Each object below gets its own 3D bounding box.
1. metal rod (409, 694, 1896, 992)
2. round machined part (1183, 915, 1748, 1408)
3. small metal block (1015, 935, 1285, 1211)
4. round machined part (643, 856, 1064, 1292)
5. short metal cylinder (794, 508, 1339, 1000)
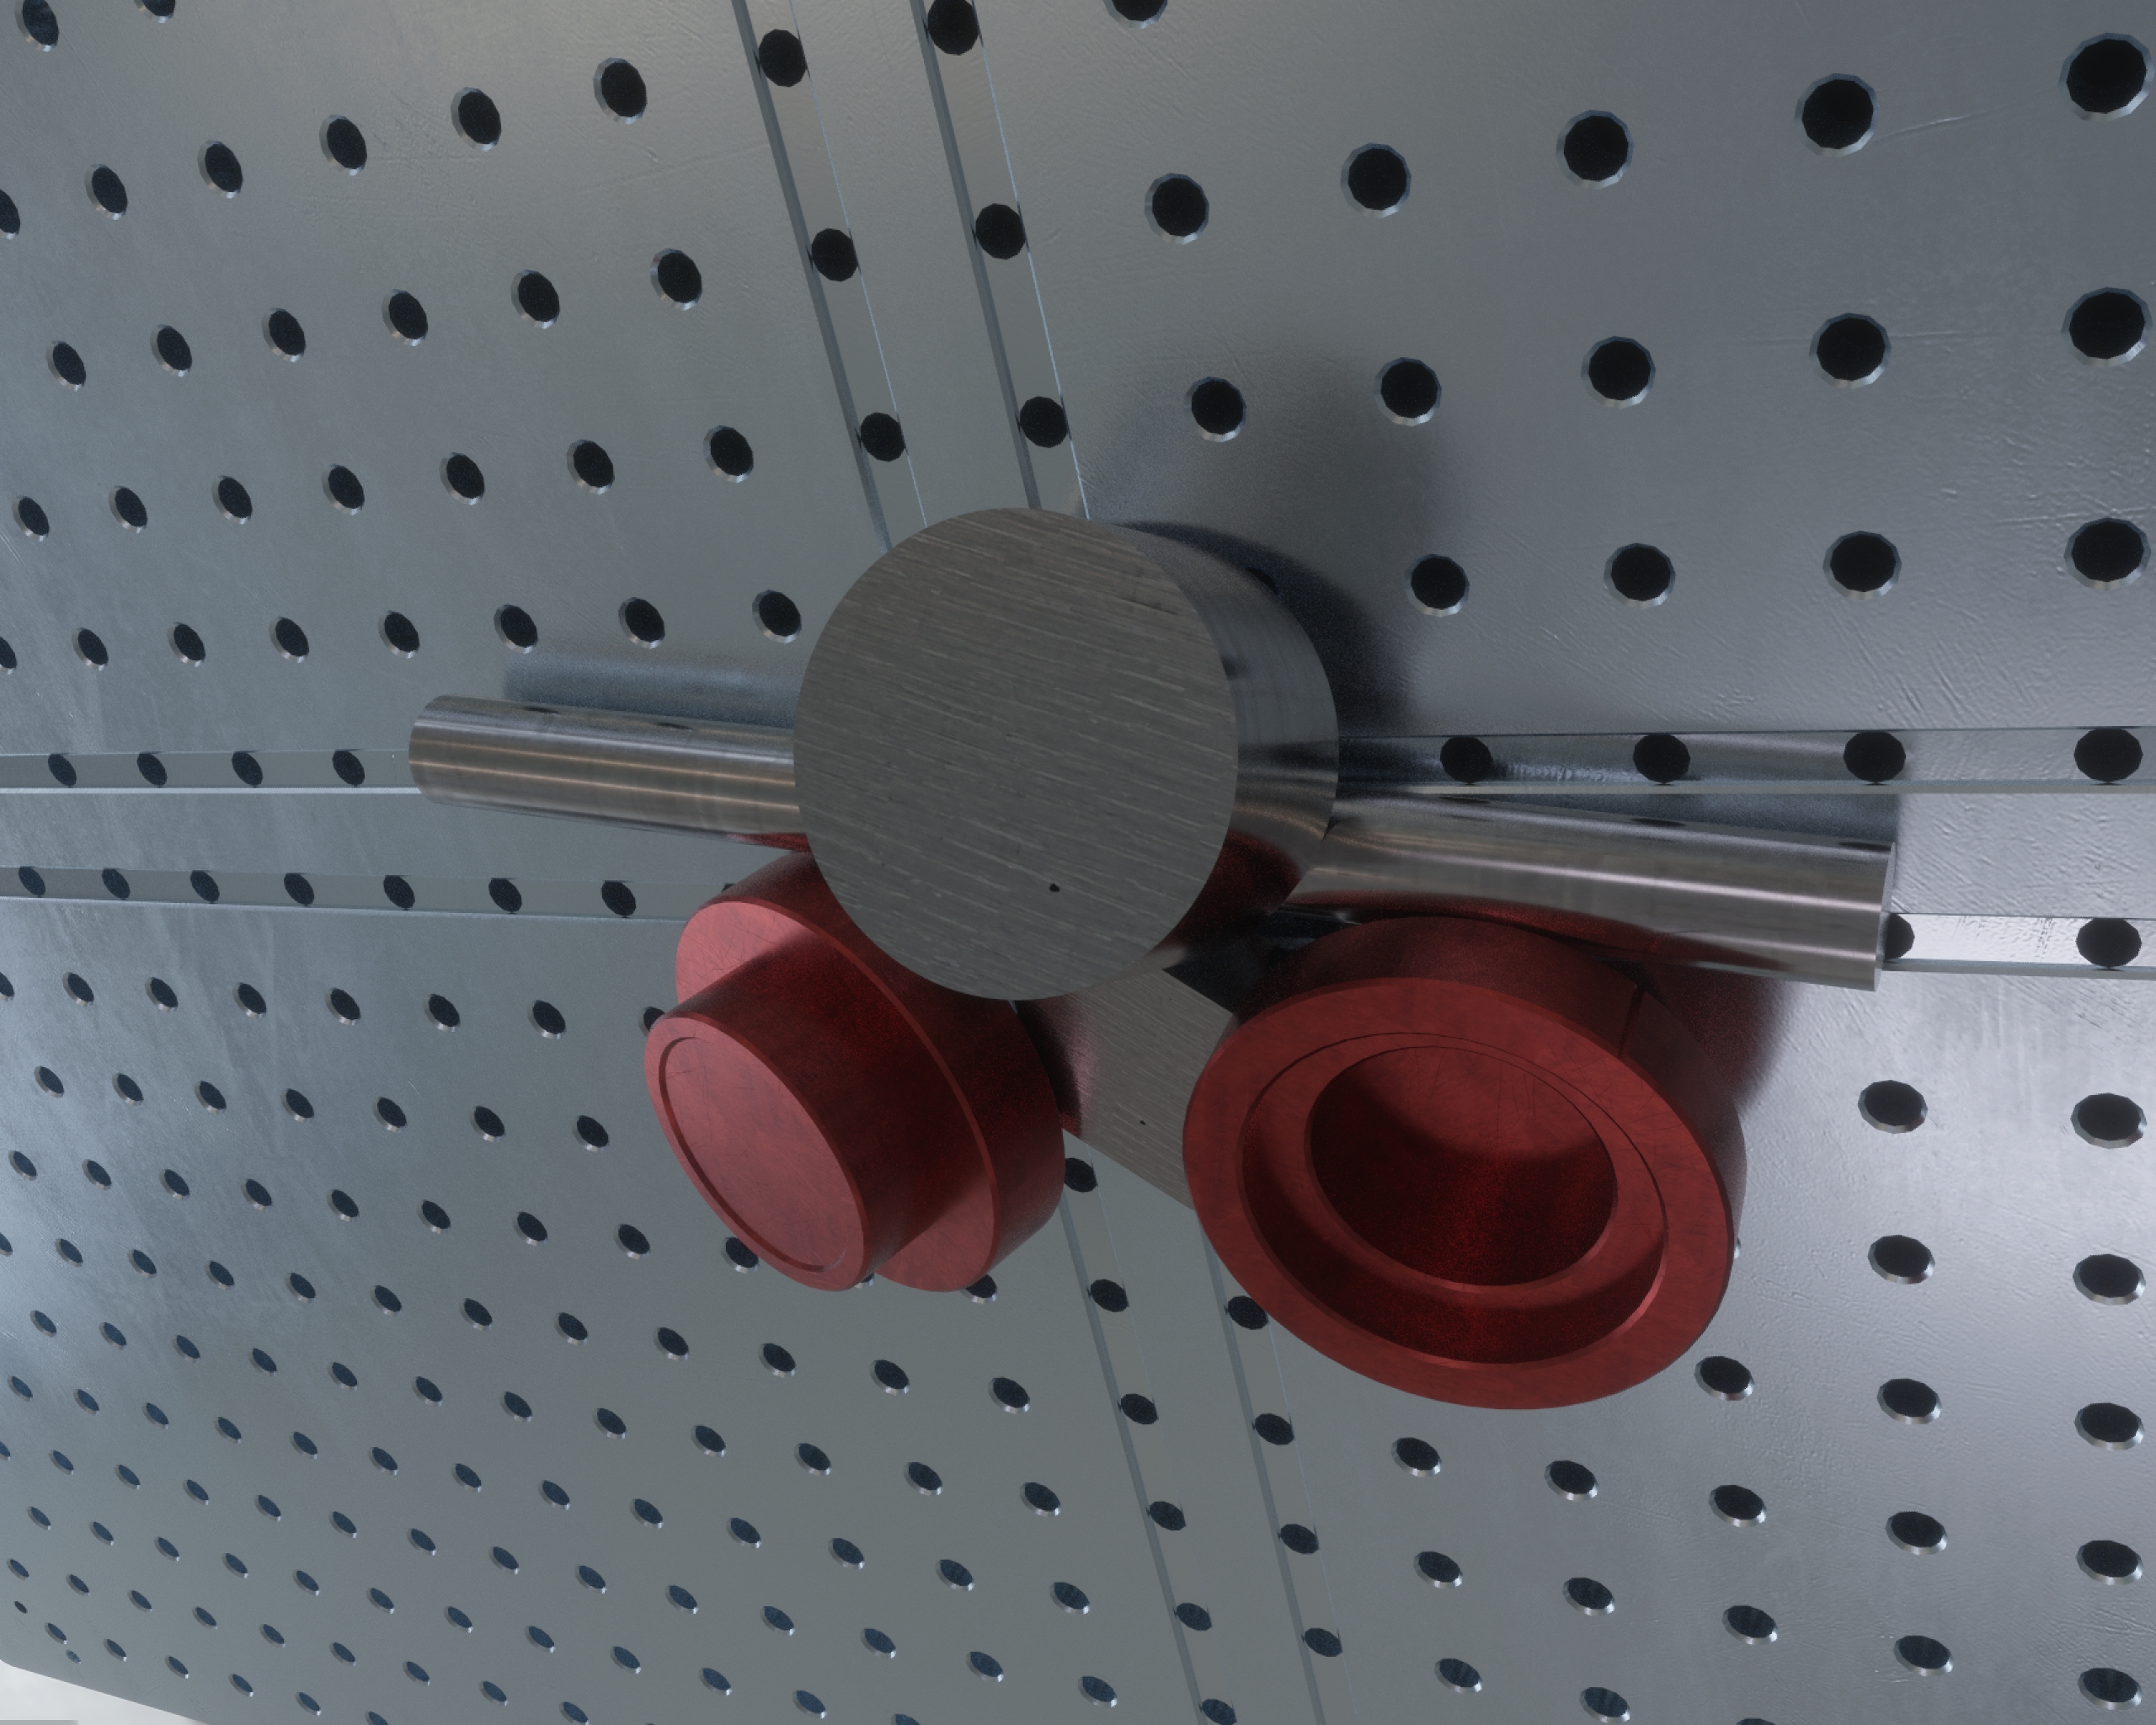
[{"bbox_3d":[-0.004,-0.008,0.403,0.301,0.025,0.025,7,122,24],"label":"metal rod"},{"bbox_3d":[0.073,0.050,0.385,0.098,0.042,0.097,12,125,17],"label":"round machined part"},{"bbox_3d":[0.016,0.034,0.419,0.050,0.025,0.050,32,129,7],"label":"small metal block"},{"bbox_3d":[-0.053,0.050,0.437,0.098,0.042,0.097,29,137,31],"label":"round machined part"},{"bbox_3d":[-0.001,-0.019,0.360,0.080,0.050,0.079,1,94,25],"label":"short metal cylinder"}]
